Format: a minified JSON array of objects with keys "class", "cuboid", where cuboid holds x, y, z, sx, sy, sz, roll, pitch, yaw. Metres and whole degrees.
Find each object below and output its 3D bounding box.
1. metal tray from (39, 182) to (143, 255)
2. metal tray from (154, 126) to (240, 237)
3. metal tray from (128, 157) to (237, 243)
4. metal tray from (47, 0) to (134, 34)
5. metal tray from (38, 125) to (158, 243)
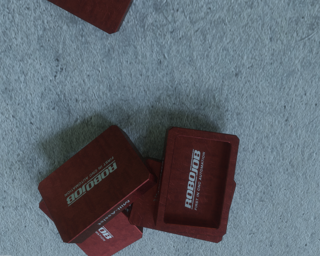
[{"class":"metal tray","cuboid":[-0.097,0.127,0.453,0.090,0.030,0.130,-34,107,11]},{"class":"metal tray","cuboid":[0.046,0.067,0.398,0.091,0.030,0.129,8,91,-6]},{"class":"metal tray","cuboid":[0.030,0.098,0.429,0.131,0.030,0.090,14,90,-6]},{"class":"metal tray","cuboid":[-0.089,-0.175,0.342,0.131,0.030,0.089,27,108,-10]},{"class":"metal tray","cuboid":[-0.080,0.070,0.391,0.130,0.030,0.090,-39,63,1]}]
